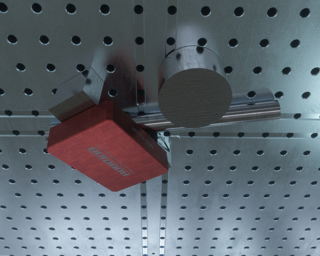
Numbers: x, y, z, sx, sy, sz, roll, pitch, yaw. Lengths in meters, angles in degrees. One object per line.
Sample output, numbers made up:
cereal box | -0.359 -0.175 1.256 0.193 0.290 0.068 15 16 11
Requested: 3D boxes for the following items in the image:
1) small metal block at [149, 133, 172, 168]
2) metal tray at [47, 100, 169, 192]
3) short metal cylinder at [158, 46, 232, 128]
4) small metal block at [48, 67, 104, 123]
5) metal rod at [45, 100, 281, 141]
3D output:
small metal block | -0.017 0.038 0.442 0.050 0.025 0.050 -18 128 14
metal tray | -0.059 0.029 0.382 0.090 0.030 0.130 -24 138 19
short metal cylinder | 0.038 -0.046 0.356 0.081 0.050 0.079 0 130 0
small metal block | -0.096 -0.038 0.361 0.050 0.050 0.025 -25 126 19
metal rod | 0.000 -0.007 0.406 0.302 0.025 0.025 -6 130 4
